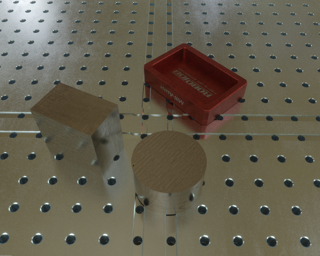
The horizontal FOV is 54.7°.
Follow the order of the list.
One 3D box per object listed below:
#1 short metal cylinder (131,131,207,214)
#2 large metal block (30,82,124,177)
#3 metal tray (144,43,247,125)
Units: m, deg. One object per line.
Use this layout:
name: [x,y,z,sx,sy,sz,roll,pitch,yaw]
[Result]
short metal cylinder: [0.010,0.049,0.350,0.081,0.050,0.080,0,50,0]
large metal block: [-0.094,0.002,0.369,0.080,0.080,0.050,21,53,17]
metal tray: [0.050,-0.070,0.463,0.091,0.030,0.130,-35,58,-26]
